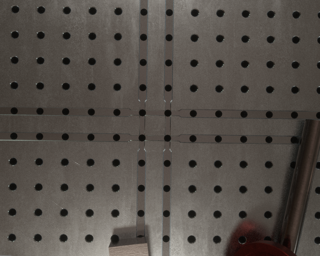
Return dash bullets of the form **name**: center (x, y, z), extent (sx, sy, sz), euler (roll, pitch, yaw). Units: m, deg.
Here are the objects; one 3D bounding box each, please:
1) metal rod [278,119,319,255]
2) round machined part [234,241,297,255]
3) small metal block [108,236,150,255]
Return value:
- **metal rod**: center (0.177, 0.136, 0.415), extent (0.025, 0.025, 0.298), euler (12, 90, -1)
- **round machined part**: center (0.140, 0.193, 0.391), extent (0.098, 0.042, 0.097), euler (-8, 77, 38)
- **small metal block**: center (-0.039, 0.176, 0.413), extent (0.050, 0.025, 0.050), euler (-6, 90, -1)
